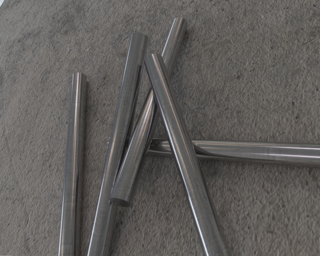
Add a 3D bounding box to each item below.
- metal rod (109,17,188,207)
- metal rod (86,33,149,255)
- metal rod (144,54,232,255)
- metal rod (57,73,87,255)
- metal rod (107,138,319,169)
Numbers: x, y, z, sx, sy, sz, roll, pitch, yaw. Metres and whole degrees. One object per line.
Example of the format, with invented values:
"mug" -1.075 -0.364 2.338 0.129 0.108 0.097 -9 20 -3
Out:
"metal rod" -0.005 -0.042 0.409 0.025 0.025 0.300 -2 54 27
"metal rod" -0.050 0.017 0.387 0.025 0.025 0.299 0 72 28
"metal rod" 0.030 0.038 0.336 0.025 0.025 0.299 -24 62 13
"metal rod" -0.123 0.037 0.445 0.025 0.025 0.299 -19 54 17
"metal rod" 0.067 0.026 0.352 0.300 0.025 0.025 1 62 28
